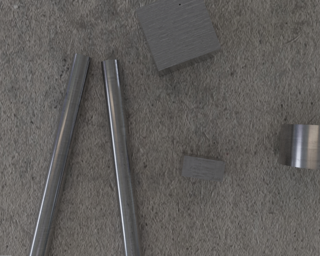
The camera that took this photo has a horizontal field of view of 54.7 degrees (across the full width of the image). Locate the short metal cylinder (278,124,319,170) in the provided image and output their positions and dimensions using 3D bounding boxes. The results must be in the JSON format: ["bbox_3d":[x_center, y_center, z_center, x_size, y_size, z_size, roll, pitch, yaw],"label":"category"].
[{"bbox_3d":[0.191,0.022,0.384,0.080,0.080,0.050,4,90,0],"label":"short metal cylinder"}]

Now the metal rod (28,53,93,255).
[{"bbox_3d":[-0.134,0.051,0.408,0.025,0.025,0.298,13,90,0],"label":"metal rod"}]

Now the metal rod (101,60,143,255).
[{"bbox_3d":[-0.048,0.061,0.409,0.025,0.025,0.298,-7,90,0],"label":"metal rod"}]

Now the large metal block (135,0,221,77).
[{"bbox_3d":[0.022,-0.120,0.398,0.080,0.050,0.080,-20,90,0],"label":"large metal block"}]

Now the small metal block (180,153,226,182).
[{"bbox_3d":[0.053,0.049,0.398,0.050,0.050,0.025,9,90,0],"label":"small metal block"}]
